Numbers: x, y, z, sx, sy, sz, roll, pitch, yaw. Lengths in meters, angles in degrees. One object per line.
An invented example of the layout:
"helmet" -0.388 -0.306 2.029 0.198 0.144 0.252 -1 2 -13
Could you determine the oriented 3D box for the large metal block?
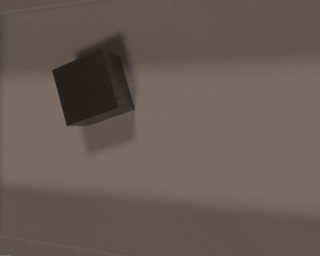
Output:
"large metal block" -0.091 -0.052 0.428 0.080 0.050 0.080 -18 84 18
